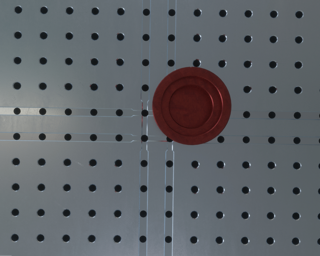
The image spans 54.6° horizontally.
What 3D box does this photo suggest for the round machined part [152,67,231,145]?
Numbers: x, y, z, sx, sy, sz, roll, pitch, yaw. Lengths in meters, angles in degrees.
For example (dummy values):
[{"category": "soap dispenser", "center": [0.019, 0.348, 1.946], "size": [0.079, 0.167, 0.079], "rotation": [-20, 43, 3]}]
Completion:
[{"category": "round machined part", "center": [0.040, -0.028, 0.405], "size": [0.099, 0.042, 0.097], "rotation": [0, 90, 0]}]
